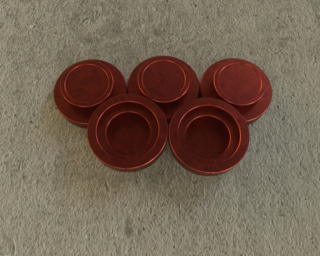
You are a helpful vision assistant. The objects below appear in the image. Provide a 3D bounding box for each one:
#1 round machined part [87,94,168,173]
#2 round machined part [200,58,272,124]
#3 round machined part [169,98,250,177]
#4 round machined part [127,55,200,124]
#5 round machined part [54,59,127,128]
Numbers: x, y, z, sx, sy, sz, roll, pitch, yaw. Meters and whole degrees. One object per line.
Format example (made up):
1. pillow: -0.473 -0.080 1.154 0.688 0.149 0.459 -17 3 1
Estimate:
1. round machined part: -0.039 0.009 0.396 0.099 0.042 0.098 0 70 -1
2. round machined part: 0.104 -0.054 0.421 0.099 0.042 0.098 0 70 -1
3. round machined part: 0.060 0.014 0.396 0.099 0.042 0.098 0 70 -1
4. round machined part: 0.005 -0.057 0.421 0.099 0.042 0.098 0 70 -1
5. round machined part: -0.094 -0.051 0.418 0.099 0.042 0.098 0 70 -1
